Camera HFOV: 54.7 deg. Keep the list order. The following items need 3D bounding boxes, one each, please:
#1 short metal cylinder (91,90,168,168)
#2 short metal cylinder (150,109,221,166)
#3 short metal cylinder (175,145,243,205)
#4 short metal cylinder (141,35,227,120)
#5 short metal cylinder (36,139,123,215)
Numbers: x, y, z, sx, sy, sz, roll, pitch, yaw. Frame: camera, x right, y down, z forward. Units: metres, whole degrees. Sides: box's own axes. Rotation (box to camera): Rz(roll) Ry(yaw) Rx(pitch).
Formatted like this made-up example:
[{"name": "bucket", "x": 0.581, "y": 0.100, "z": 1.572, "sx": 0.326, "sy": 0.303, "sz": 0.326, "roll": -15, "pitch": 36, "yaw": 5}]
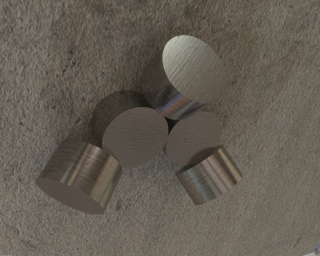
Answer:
[{"name": "short metal cylinder", "x": -0.037, "y": 0.001, "z": 0.372, "sx": 0.081, "sy": 0.050, "sz": 0.079, "roll": -14, "pitch": 124, "yaw": -21}, {"name": "short metal cylinder", "x": 0.033, "y": 0.003, "z": 0.412, "sx": 0.081, "sy": 0.050, "sz": 0.079, "roll": -14, "pitch": 124, "yaw": -21}, {"name": "short metal cylinder", "x": 0.069, "y": 0.066, "z": 0.443, "sx": 0.080, "sy": 0.080, "sz": 0.050, "roll": -32, "pitch": 87, "yaw": -7}, {"name": "short metal cylinder", "x": 0.026, "y": -0.055, "z": 0.345, "sx": 0.081, "sy": 0.080, "sz": 0.050, "roll": 1, "pitch": 160, "yaw": -29}, {"name": "short metal cylinder", "x": -0.089, "y": 0.056, "z": 0.351, "sx": 0.080, "sy": 0.080, "sz": 0.050, "roll": 55, "pitch": 46, "yaw": -39}]
